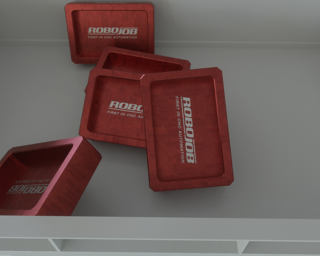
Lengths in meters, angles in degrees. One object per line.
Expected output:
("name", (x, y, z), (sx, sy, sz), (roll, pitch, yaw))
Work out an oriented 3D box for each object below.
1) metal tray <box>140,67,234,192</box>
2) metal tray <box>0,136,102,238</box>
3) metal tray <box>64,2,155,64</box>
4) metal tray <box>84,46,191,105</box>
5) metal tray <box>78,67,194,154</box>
("metal tray", (0.029, 0.002, 0.350), (0.091, 0.030, 0.129), (-5, 85, 2))
("metal tray", (-0.130, 0.057, 0.312), (0.130, 0.030, 0.090), (-9, 42, 34))
("metal tray", (-0.074, -0.148, 0.483), (0.131, 0.089, 0.030), (0, 27, 0))
("metal tray", (-0.029, -0.064, 0.442), (0.131, 0.030, 0.090), (12, 62, 8))
("metal tray", (-0.028, -0.021, 0.389), (0.131, 0.030, 0.090), (9, 86, 7))
